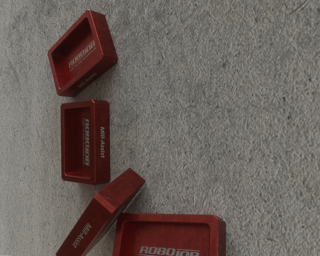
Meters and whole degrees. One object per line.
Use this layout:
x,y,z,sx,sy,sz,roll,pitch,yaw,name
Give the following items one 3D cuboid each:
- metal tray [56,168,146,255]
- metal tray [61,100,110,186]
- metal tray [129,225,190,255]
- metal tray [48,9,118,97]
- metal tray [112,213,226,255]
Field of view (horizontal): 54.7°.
-0.080,0.123,0.425,0.030,0.090,0.129,39,116,8,metal tray
-0.122,0.022,0.502,0.090,0.030,0.129,-2,89,40,metal tray
-0.016,0.198,0.415,0.090,0.030,0.129,29,108,36,metal tray
-0.131,-0.118,0.509,0.130,0.030,0.090,-28,72,36,metal tray
0.008,0.147,0.356,0.130,0.030,0.090,-7,64,26,metal tray
